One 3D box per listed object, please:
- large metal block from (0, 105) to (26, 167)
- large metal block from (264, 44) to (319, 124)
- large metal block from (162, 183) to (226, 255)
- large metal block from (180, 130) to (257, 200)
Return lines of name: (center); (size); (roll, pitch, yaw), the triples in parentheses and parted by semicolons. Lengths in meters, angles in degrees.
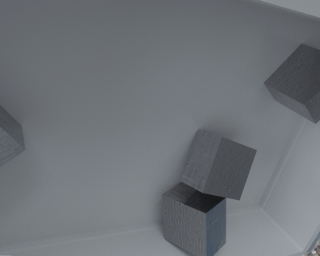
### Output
large metal block: (-0.190, 0.006, 0.292); (0.080, 0.050, 0.080); (-35, 129, -5)
large metal block: (0.216, -0.066, 0.450); (0.080, 0.080, 0.050); (-47, 129, 5)
large metal block: (0.051, 0.137, 0.467); (0.050, 0.080, 0.079); (-22, 116, -43)
large metal block: (0.087, 0.055, 0.459); (0.080, 0.050, 0.080); (19, 90, -36)
